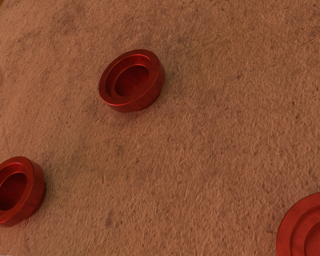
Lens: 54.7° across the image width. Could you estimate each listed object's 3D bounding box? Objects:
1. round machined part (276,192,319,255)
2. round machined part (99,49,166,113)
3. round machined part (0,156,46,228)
[{"bbox_3d":[0.149,0.104,0.251,0.098,0.042,0.098,-13,56,21],"label":"round machined part"},{"bbox_3d":[-0.036,-0.064,0.451,0.098,0.042,0.098,-13,56,21],"label":"round machined part"},{"bbox_3d":[-0.204,0.093,0.443,0.098,0.042,0.098,-13,56,21],"label":"round machined part"}]
